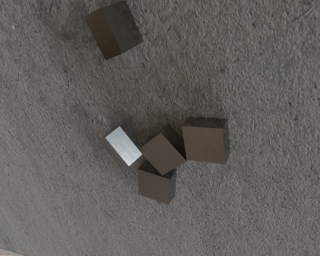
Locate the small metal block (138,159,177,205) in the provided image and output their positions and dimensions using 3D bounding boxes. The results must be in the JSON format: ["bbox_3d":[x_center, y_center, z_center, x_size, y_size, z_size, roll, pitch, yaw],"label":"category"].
[{"bbox_3d":[-0.004,0.080,0.459,0.050,0.025,0.050,15,125,20],"label":"small metal block"}]

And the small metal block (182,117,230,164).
[{"bbox_3d":[0.058,0.015,0.386,0.050,0.025,0.050,4,120,26],"label":"small metal block"}]

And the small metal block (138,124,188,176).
[{"bbox_3d":[0.008,0.030,0.422,0.050,0.025,0.050,48,129,-6],"label":"small metal block"}]

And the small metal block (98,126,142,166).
[{"bbox_3d":[-0.058,0.027,0.440,0.050,0.025,0.050,52,159,-9],"label":"small metal block"}]

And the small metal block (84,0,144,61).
[{"bbox_3d":[-0.050,-0.110,0.349,0.025,0.050,0.050,-13,112,33],"label":"small metal block"}]
